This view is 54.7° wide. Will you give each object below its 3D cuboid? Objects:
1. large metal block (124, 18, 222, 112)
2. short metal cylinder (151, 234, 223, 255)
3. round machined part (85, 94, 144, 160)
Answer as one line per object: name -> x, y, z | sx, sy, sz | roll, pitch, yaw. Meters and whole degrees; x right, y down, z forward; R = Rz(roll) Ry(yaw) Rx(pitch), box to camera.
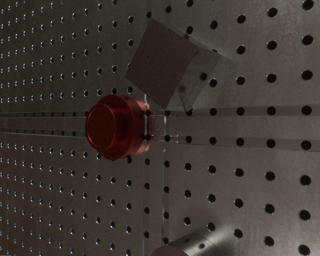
large metal block -> 0.014, -0.076, 0.380 | 0.080, 0.050, 0.079 | 42, 115, 31
short metal cylinder -> 0.032, 0.172, 0.365 | 0.080, 0.050, 0.079 | 0, 90, 39
round machined part -> -0.073, -0.002, 0.456 | 0.098, 0.042, 0.097 | 0, 90, 39
